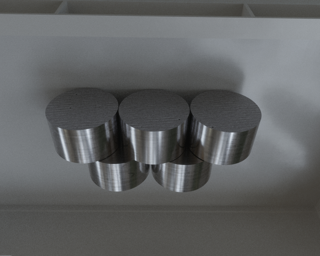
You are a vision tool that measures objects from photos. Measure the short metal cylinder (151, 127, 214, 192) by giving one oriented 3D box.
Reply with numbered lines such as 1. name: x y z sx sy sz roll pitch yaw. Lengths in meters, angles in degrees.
1. short metal cylinder: 0.029 0.036 0.401 0.081 0.080 0.050 1 130 -1

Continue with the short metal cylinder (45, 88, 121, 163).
1. short metal cylinder: -0.088 -0.004 0.366 0.081 0.080 0.050 1 130 -1

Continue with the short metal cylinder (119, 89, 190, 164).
1. short metal cylinder: -0.007 -0.003 0.368 0.081 0.080 0.050 1 130 -1

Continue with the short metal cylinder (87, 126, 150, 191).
1. short metal cylinder: -0.053 0.034 0.399 0.081 0.080 0.050 1 130 -1

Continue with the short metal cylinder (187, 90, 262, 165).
1. short metal cylinder: 0.074 -0.002 0.369 0.081 0.080 0.050 1 130 -1
